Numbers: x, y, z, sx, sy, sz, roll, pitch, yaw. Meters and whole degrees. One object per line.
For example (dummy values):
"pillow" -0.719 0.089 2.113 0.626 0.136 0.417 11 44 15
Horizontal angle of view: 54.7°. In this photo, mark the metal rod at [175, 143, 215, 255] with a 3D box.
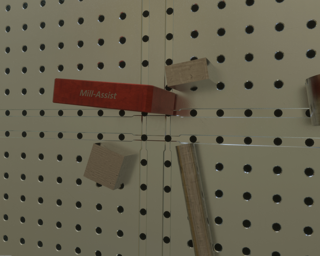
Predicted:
"metal rod" 0.058 0.168 0.391 0.025 0.025 0.298 -11 86 19

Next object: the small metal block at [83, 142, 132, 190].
"small metal block" -0.074 0.053 0.437 0.050 0.025 0.050 21 97 18

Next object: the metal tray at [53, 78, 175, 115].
"metal tray" -0.056 -0.039 0.396 0.130 0.090 0.030 7 93 19

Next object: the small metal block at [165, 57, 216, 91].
"small metal block" 0.039 -0.065 0.385 0.050 0.050 0.025 -8 87 19

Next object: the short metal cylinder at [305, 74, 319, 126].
"short metal cylinder" 0.195 -0.032 0.315 0.080 0.080 0.050 -8 88 19
